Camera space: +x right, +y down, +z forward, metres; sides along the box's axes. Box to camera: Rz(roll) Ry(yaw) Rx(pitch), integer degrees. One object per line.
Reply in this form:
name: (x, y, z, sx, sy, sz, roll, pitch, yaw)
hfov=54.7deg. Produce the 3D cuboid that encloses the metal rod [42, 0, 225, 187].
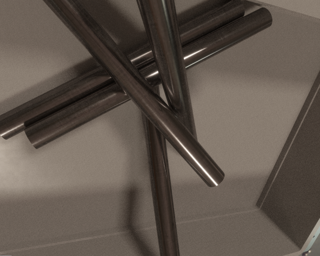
metal rod: (-0.026, -0.043, 0.312, 0.025, 0.025, 0.300, -42, 112, 0)

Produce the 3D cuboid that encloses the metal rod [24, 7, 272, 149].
metal rod: (-0.002, -0.061, 0.344, 0.302, 0.025, 0.025, -29, 129, -11)

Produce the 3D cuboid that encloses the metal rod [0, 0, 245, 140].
metal rod: (-0.036, -0.071, 0.345, 0.302, 0.025, 0.025, -29, 129, -10)

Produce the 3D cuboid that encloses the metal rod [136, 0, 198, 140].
metal rod: (0.018, -0.037, 0.319, 0.025, 0.025, 0.299, -34, 154, -6)

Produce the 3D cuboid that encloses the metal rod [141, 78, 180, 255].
metal rod: (0.003, 0.087, 0.386, 0.025, 0.025, 0.298, -10, 98, -23)
